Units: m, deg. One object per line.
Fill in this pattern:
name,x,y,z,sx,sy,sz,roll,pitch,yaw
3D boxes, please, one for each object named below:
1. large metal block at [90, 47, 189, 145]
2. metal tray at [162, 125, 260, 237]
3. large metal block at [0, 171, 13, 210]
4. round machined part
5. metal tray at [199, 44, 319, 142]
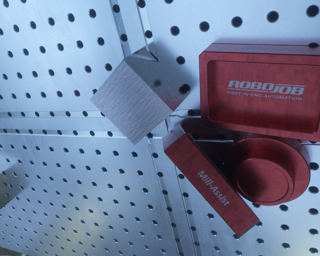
large metal block,-0.026,-0.038,0.385,0.080,0.050,0.080,46,129,-4
metal tray,0.057,0.058,0.374,0.030,0.090,0.130,-41,97,4
large metal block,-0.382,0.132,0.678,0.080,0.050,0.079,12,124,21
round machined part,0.124,0.053,0.367,0.098,0.042,0.097,13,124,21
metal tray,0.109,-0.039,0.326,0.130,0.030,0.089,8,122,24
